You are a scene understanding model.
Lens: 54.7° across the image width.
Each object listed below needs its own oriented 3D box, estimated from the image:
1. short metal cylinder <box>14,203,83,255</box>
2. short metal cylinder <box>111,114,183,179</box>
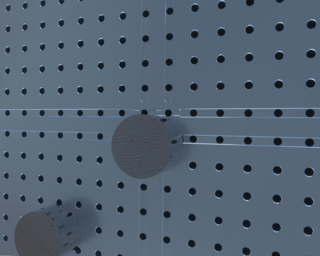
[{"bbox_3d":[-0.163,0.157,0.455,0.080,0.050,0.079,0,90,19],"label":"short metal cylinder"},{"bbox_3d":[-0.015,0.023,0.404,0.080,0.050,0.079,0,90,19],"label":"short metal cylinder"}]
